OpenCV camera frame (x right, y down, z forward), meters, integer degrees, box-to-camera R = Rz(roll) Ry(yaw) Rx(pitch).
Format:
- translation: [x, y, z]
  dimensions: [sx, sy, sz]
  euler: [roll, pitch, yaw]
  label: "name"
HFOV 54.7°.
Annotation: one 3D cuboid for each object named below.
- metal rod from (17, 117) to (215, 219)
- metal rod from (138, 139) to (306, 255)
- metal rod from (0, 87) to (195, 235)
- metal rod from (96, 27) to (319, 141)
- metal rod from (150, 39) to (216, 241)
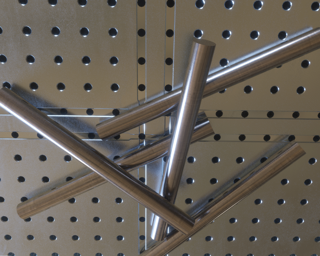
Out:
- translation: [-0.067, 0.059, 0.434]
  dimensions: [0.301, 0.025, 0.025]
  euler: [-25, 109, 8]
  label: "metal rod"
- translation: [0.081, 0.120, 0.458]
  dimensions: [0.300, 0.025, 0.025]
  euler: [-41, 106, 13]
  label: "metal rod"
- translation: [-0.082, 0.045, 0.405]
  dimensions: [0.301, 0.025, 0.025]
  euler: [36, 106, -4]
  label: "metal rod"
- translation: [0.058, -0.052, 0.394]
  dimensions: [0.301, 0.025, 0.025]
  euler: [-23, 109, 7]
  label: "metal rod"
- translation: [0.022, 0.036, 0.400]
  dimensions: [0.025, 0.025, 0.298]
  euler: [9, 120, -4]
  label: "metal rod"
